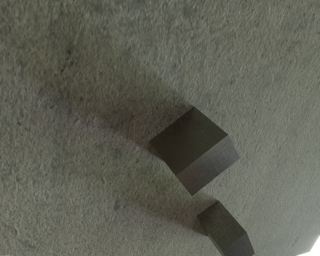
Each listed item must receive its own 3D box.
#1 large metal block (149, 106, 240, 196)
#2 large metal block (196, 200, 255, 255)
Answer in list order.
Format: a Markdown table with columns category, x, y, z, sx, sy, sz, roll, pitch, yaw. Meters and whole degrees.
| category | x | y | z | sx | sy | sz | roll | pitch | yaw |
| --- | --- | --- | --- | --- | --- | --- | --- | --- | --- |
| large metal block | 0.045 | 0.029 | 0.415 | 0.080 | 0.080 | 0.050 | -38 | 130 | -3 |
| large metal block | 0.118 | 0.192 | 0.558 | 0.050 | 0.080 | 0.080 | -33 | 129 | -7 |
